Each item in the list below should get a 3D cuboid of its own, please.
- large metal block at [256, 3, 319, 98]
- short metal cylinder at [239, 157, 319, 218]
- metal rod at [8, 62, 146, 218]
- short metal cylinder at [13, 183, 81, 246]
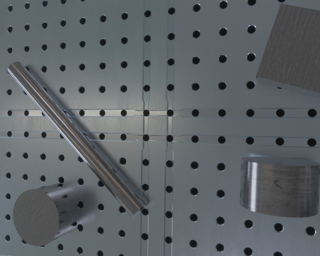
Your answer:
[{"bbox_3d":[0.160,-0.082,0.342,0.080,0.050,0.080,19,96,19],"label":"large metal block"},{"bbox_3d":[0.129,0.061,0.338,0.080,0.080,0.050,2,91,20],"label":"short metal cylinder"},{"bbox_3d":[-0.130,0.009,0.458,0.300,0.025,0.025,46,104,14],"label":"metal rod"},{"bbox_3d":[-0.166,0.126,0.458,0.080,0.050,0.080,0,90,20],"label":"short metal cylinder"}]
